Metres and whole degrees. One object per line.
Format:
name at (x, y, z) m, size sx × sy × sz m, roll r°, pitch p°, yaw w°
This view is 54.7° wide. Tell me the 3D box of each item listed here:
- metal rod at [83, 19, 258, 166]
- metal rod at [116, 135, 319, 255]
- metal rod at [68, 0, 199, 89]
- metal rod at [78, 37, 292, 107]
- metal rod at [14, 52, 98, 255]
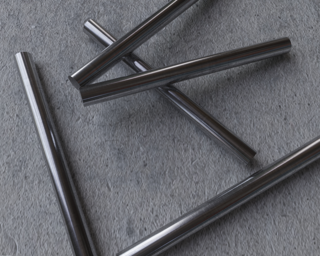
metal rod at (0.005, -0.056, 0.428) m, size 0.300 × 0.025 × 0.025 m, roll 41°, pitch 75°, yaw 13°
metal rod at (0.087, 0.086, 0.377) m, size 0.302 × 0.025 × 0.025 m, roll -27°, pitch 73°, yaw -10°
metal rod at (-0.005, -0.152, 0.443) m, size 0.025 × 0.025 × 0.301 m, roll 41°, pitch 68°, yaw 13°
metal rod at (0.044, -0.079, 0.415) m, size 0.302 × 0.025 × 0.025 m, roll -17°, pitch 71°, yaw -15°
metal rod at (-0.138, 0.028, 0.396) m, size 0.025 × 0.025 × 0.299 m, roll -22°, pitch 72°, yaw -8°
